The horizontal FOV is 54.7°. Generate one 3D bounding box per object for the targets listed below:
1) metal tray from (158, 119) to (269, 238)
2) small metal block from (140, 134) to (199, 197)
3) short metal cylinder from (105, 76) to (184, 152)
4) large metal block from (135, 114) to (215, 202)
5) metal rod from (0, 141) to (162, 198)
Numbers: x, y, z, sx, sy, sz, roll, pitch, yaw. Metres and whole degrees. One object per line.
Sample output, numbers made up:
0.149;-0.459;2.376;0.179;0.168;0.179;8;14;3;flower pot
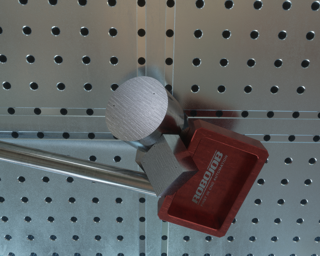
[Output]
0.061;0.064;0.379;0.091;0.030;0.129;19;109;-7;metal tray
0.009;0.042;0.352;0.025;0.050;0.050;4;137;-43;small metal block
-0.018;-0.015;0.372;0.080;0.080;0.050;-33;150;11;short metal cylinder
0.025;0.042;0.414;0.080;0.050;0.080;-34;107;11;large metal block
-0.142;0.043;0.396;0.302;0.025;0.025;12;110;7;metal rod
